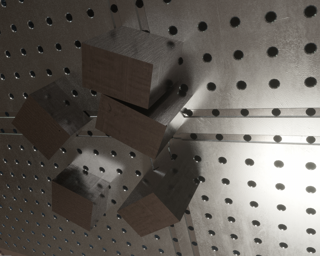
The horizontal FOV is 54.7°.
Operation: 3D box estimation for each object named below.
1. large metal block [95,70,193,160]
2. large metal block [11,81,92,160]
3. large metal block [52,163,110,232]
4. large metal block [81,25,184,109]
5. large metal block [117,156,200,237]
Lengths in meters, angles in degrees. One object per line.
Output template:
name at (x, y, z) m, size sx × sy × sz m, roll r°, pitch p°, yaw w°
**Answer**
large metal block at (-0.018, -0.020, 0.371) m, size 0.080 × 0.080 × 0.050 m, roll 27°, pitch 128°, yaw 11°
large metal block at (-0.167, -0.010, 0.474) m, size 0.080 × 0.050 × 0.080 m, roll 47°, pitch 129°, yaw -5°
large metal block at (-0.139, 0.121, 0.541) m, size 0.080 × 0.050 × 0.079 m, roll 24°, pitch 127°, yaw 13°
large metal block at (-0.029, -0.071, 0.345) m, size 0.080 × 0.080 × 0.050 m, roll 20°, pitch 126°, yaw 16°
large metal block at (-0.001, 0.096, 0.434) m, size 0.050 × 0.080 × 0.080 m, roll 49°, pitch 128°, yaw -7°
